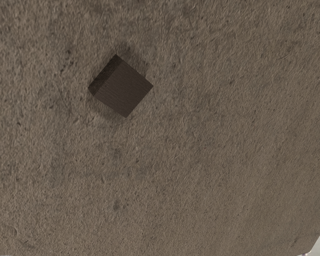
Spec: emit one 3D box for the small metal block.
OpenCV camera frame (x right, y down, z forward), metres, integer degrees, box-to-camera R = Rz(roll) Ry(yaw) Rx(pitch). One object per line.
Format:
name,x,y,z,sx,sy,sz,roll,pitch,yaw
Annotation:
small metal block,-0.045,-0.047,0.354,0.050,0.025,0.050,-49,129,6
